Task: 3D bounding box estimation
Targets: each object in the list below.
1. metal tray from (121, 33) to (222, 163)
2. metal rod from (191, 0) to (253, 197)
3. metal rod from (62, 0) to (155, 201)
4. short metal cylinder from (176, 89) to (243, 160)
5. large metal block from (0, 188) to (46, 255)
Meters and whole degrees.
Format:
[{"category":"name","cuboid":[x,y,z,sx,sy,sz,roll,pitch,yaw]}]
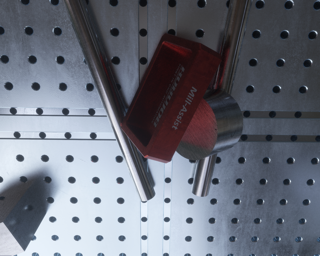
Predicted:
[{"category":"metal tray","cuboid":[0.007,-0.037,0.354,0.030,0.090,0.129,19,103,-32]},{"category":"metal rod","cuboid":[0.079,-0.046,0.397,0.025,0.025,0.298,8,110,-3]},{"category":"metal rod","cuboid":[-0.062,-0.035,0.399,0.025,0.025,0.298,-16,110,6]},{"category":"short metal cylinder","cuboid":[0.052,-0.006,0.376,0.050,0.080,0.079,-13,118,-43]},{"category":"large metal block","cuboid":[-0.221,0.139,0.433,0.080,0.080,0.050,-22,109,8]}]
